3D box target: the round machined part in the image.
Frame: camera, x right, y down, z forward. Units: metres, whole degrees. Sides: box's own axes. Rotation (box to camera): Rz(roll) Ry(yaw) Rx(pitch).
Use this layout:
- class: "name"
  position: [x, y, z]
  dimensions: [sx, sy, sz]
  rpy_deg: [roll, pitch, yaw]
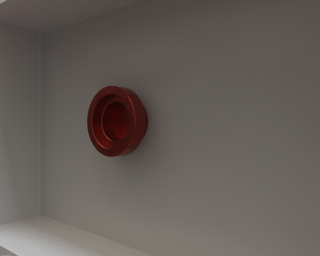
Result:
- class: "round machined part"
  position: [-0.056, -0.009, 0.440]
  dimensions: [0.098, 0.042, 0.097]
  rpy_deg: [0, 90, 39]
